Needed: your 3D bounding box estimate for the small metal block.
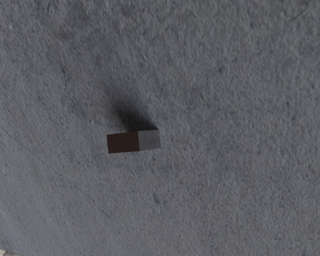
[{"bbox_3d":[-0.034,0.018,0.415,0.050,0.050,0.025,-7,88,31],"label":"small metal block"}]
